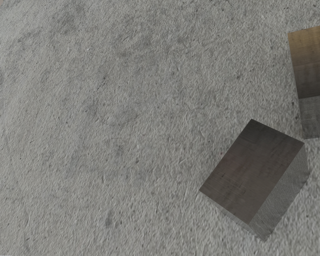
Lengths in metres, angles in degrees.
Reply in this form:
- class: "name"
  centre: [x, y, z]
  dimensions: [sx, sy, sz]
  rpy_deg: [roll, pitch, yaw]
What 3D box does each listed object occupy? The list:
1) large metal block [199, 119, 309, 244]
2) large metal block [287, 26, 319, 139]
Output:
- class: "large metal block"
  centre: [0.092, 0.051, 0.289]
  dimensions: [0.050, 0.080, 0.080]
  rpy_deg: [31, 79, 38]
- class: "large metal block"
  centre: [0.163, -0.045, 0.310]
  dimensions: [0.050, 0.080, 0.080]
  rpy_deg: [-9, 58, 24]
